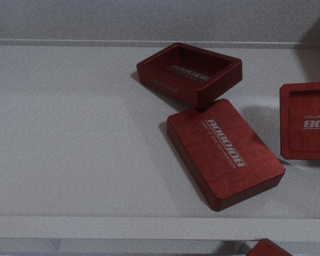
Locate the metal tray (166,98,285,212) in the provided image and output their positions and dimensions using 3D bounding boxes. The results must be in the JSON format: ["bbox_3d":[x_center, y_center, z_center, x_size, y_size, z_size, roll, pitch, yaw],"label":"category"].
[{"bbox_3d":[0.075,0.026,0.381,0.091,0.030,0.130,-19,53,-16],"label":"metal tray"}]

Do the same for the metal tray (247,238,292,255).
[{"bbox_3d":[0.060,0.148,0.213,0.091,0.129,0.030,-35,41,-24],"label":"metal tray"}]

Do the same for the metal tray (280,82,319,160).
[{"bbox_3d":[0.209,-0.007,0.358,0.130,0.030,0.089,-1,85,20],"label":"metal tray"}]

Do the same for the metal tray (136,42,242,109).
[{"bbox_3d":[0.040,-0.082,0.449,0.091,0.030,0.130,-36,44,-27],"label":"metal tray"}]
